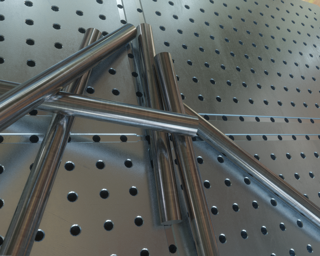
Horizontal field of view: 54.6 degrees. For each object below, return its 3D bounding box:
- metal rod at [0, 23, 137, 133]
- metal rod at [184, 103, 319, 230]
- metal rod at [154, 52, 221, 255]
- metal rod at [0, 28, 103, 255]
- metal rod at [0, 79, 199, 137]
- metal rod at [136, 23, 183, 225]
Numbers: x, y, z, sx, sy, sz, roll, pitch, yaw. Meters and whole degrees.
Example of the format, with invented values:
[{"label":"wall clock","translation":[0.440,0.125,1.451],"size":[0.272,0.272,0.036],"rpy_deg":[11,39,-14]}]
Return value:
[{"label":"metal rod","translation":[-0.095,-0.071,0.353],"size":[0.025,0.025,0.301],"rpy_deg":[37,37,-3]},{"label":"metal rod","translation":[0.138,0.059,0.445],"size":[0.300,0.025,0.025],"rpy_deg":[37,51,-3]},{"label":"metal rod","translation":[0.033,0.038,0.385],"size":[0.025,0.025,0.299],"rpy_deg":[-1,67,-29]},{"label":"metal rod","translation":[-0.111,-0.008,0.353],"size":[0.025,0.025,0.300],"rpy_deg":[20,54,-17]},{"label":"metal rod","translation":[-0.105,-0.027,0.335],"size":[0.302,0.025,0.025],"rpy_deg":[10,57,-11]},{"label":"metal rod","translation":[-0.006,-0.025,0.419],"size":[0.025,0.025,0.299],"rpy_deg":[6,59,-25]}]
